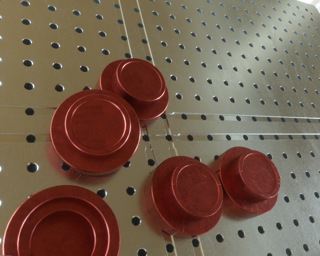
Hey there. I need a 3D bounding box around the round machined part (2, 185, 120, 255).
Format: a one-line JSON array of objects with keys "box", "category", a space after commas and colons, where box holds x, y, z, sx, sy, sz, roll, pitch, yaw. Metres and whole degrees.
[{"box": [-0.090, 0.106, 0.285, 0.099, 0.042, 0.098, 14, 56, -21], "category": "round machined part"}]

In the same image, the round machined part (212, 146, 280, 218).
[{"box": [0.124, 0.069, 0.424, 0.099, 0.042, 0.098, 14, 56, -21], "category": "round machined part"}]

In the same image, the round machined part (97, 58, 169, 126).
[{"box": [-0.032, -0.054, 0.415, 0.099, 0.042, 0.098, 14, 56, -21], "category": "round machined part"}]

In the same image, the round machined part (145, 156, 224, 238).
[{"box": [0.035, 0.078, 0.371, 0.099, 0.042, 0.098, 14, 56, -21], "category": "round machined part"}]

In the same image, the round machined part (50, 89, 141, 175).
[{"box": [-0.070, 0.001, 0.344, 0.099, 0.042, 0.098, 5, 72, -15], "category": "round machined part"}]
